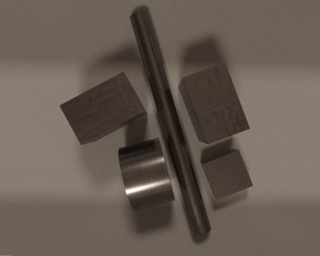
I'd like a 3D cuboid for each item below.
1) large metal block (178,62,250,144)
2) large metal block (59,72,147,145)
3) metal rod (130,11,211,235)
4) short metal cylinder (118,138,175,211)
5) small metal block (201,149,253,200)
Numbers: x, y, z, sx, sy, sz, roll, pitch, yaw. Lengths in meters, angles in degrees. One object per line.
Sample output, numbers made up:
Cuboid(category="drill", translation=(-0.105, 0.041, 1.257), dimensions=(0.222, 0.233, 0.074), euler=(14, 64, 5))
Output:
Cuboid(category="large metal block", translation=(0.063, -0.028, 0.385), dimensions=(0.050, 0.080, 0.080), euler=(-21, 90, 0))
Cuboid(category="large metal block", translation=(-0.064, -0.022, 0.383), dimensions=(0.080, 0.080, 0.050), euler=(-28, 90, 0))
Cuboid(category="metal rod", translation=(0.014, -0.006, 0.411), dimensions=(0.025, 0.025, 0.298), euler=(-16, 90, 0))
Cuboid(category="short metal cylinder", translation=(-0.016, 0.057, 0.384), dimensions=(0.050, 0.080, 0.080), euler=(-15, 90, 0))
Cuboid(category="small metal block", translation=(0.088, 0.061, 0.413), dimensions=(0.050, 0.025, 0.050), euler=(-22, 90, -1))
